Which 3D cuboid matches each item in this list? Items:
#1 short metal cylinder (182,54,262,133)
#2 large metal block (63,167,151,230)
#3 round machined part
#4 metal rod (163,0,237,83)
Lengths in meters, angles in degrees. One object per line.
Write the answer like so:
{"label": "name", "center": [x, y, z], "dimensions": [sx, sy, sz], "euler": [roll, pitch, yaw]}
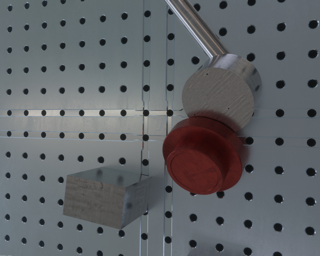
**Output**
{"label": "short metal cylinder", "center": [0.072, -0.039, 0.357], "dimensions": [0.080, 0.050, 0.079], "euler": [13, 124, 21]}
{"label": "large metal block", "center": [-0.066, 0.087, 0.407], "dimensions": [0.080, 0.080, 0.050], "euler": [8, 93, 20]}
{"label": "round machined part", "center": [0.047, 0.039, 0.362], "dimensions": [0.098, 0.042, 0.097], "euler": [16, 130, 20]}
{"label": "metal rod", "center": [0.011, -0.180, 0.408], "dimensions": [0.025, 0.025, 0.299], "euler": [-38, 78, 16]}
